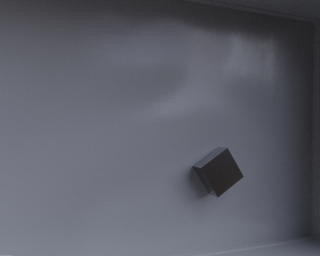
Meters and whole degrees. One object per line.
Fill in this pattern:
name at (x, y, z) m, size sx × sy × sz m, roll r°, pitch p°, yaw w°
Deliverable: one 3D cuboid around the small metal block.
small metal block at (0.083, 0.062, 0.443) m, size 0.050 × 0.025 × 0.050 m, roll -34°, pitch 102°, yaw -17°
